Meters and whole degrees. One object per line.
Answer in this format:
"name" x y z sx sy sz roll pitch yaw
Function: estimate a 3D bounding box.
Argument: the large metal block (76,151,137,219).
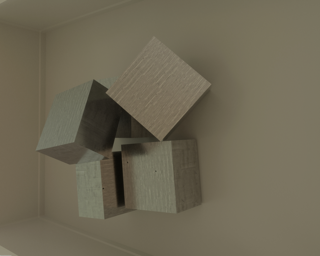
"large metal block" -0.063 0.072 0.419 0.050 0.081 0.080 -8 85 39

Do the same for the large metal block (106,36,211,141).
"large metal block" 0.001 -0.042 0.353 0.080 0.050 0.080 42 95 6

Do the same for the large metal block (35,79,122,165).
"large metal block" -0.098 -0.004 0.382 0.080 0.050 0.080 -12 57 39

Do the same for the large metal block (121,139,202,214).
"large metal block" 0.001 0.057 0.383 0.080 0.050 0.080 -7 86 39

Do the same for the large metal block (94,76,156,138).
"large metal block" -0.051 -0.027 0.428 0.080 0.050 0.079 -1 89 39
